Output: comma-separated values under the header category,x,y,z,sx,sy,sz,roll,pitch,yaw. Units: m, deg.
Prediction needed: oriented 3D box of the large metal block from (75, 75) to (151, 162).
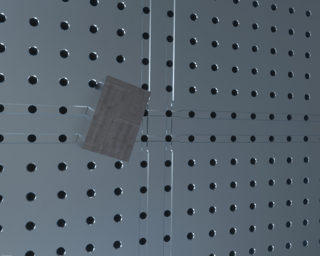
category,x,y,z,sx,sy,sz,roll,pitch,yaw
large metal block,-0.058,-0.009,0.362,0.050,0.080,0.080,20,84,-19
